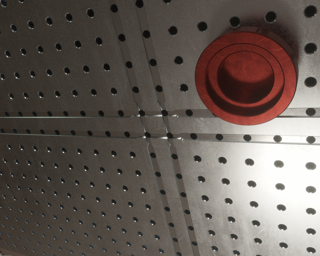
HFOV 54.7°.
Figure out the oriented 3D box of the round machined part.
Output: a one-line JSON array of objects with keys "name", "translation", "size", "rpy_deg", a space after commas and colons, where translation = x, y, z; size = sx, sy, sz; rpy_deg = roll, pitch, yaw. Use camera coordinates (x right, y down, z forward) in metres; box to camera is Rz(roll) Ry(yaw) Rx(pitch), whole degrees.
[{"name": "round machined part", "translation": [0.089, -0.055, 0.319], "size": [0.098, 0.042, 0.097], "rpy_deg": [13, 124, 20]}]
